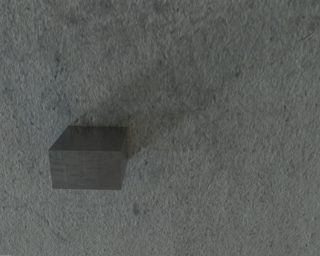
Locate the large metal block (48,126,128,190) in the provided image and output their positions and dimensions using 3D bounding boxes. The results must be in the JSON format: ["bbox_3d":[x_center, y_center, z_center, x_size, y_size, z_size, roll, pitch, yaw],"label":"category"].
[{"bbox_3d":[-0.085,0.035,0.393,0.080,0.080,0.050,1,110,-1],"label":"large metal block"}]
